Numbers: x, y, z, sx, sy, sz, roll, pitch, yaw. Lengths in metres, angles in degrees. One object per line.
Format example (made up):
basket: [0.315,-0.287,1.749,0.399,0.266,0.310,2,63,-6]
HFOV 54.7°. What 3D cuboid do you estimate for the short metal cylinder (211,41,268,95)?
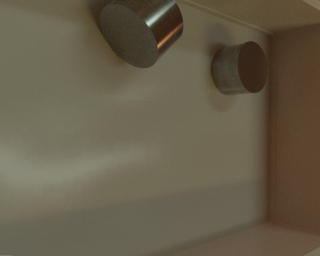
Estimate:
short metal cylinder: [0.128,-0.094,0.497,0.081,0.050,0.080,0,90,-40]

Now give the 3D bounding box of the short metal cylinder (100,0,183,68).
short metal cylinder: [-0.021,-0.116,0.353,0.050,0.080,0.080,-51,120,-28]
